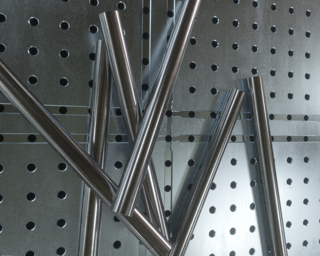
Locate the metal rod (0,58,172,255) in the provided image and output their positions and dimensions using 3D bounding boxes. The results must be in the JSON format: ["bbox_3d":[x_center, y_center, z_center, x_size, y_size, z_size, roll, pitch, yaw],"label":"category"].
[{"bbox_3d":[-0.094,0.035,0.354,0.025,0.025,0.300,-43,95,-15],"label":"metal rod"}]

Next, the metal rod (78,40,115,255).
[{"bbox_3d":[-0.079,0.042,0.383,0.025,0.025,0.298,5,88,-20],"label":"metal rod"}]

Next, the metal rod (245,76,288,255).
[{"bbox_3d":[0.164,0.071,0.472,0.025,0.025,0.298,-11,94,-20],"label":"metal rod"}]

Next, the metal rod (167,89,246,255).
[{"bbox_3d":[0.056,0.085,0.433,0.025,0.025,0.299,26,82,-18],"label":"metal rod"}]

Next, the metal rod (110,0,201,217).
[{"bbox_3d":[0.001,-0.043,0.381,0.025,0.025,0.300,24,70,-18],"label":"metal rod"}]

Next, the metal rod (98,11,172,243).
[{"bbox_3d":[-0.028,0.011,0.387,0.025,0.025,0.298,-16,101,-19],"label":"metal rod"}]
